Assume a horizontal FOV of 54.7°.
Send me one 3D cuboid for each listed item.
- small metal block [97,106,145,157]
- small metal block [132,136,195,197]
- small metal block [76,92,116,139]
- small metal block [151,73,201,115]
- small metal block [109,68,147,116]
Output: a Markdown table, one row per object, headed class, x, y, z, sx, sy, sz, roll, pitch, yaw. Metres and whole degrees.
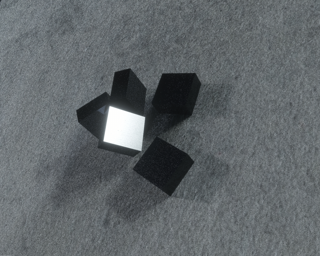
| class | x | y | z | sx | sy | sz | roll | pitch | yaw |
| --- | --- | --- | --- | --- | --- | --- | --- | --- | --- |
| small metal block | -0.050 | 0.005 | 0.405 | 0.025 | 0.050 | 0.050 | -40 | 39 | 53 |
| small metal block | 0.004 | 0.045 | 0.373 | 0.050 | 0.025 | 0.050 | 29 | 77 | 37 |
| small metal block | -0.080 | -0.016 | 0.437 | 0.050 | 0.050 | 0.025 | -31 | 47 | 8 |
| small metal block | 0.023 | -0.047 | 0.419 | 0.050 | 0.025 | 0.050 | 5 | 64 | 30 |
| small metal block | -0.044 | -0.047 | 0.438 | 0.025 | 0.050 | 0.050 | -9 | 58 | 23 |
